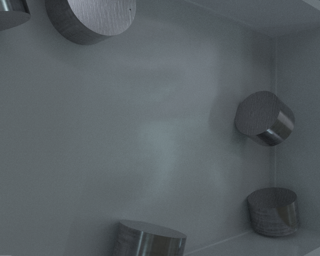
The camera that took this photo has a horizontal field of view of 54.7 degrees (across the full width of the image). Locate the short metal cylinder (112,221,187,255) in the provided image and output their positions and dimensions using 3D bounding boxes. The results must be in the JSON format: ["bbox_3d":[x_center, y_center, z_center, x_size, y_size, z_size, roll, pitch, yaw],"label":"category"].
[{"bbox_3d":[-0.013,0.142,0.360,0.080,0.080,0.050,21,77,-38],"label":"short metal cylinder"}]

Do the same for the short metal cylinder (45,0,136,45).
[{"bbox_3d":[-0.073,-0.133,0.329,0.081,0.050,0.080,0,90,-40],"label":"short metal cylinder"}]

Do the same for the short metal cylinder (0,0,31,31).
[{"bbox_3d":[-0.151,-0.106,0.244,0.081,0.080,0.050,-24,105,-38],"label":"short metal cylinder"}]

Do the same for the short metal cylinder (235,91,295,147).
[{"bbox_3d":[0.174,-0.015,0.516,0.050,0.080,0.080,30,72,-36],"label":"short metal cylinder"}]

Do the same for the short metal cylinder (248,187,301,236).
[{"bbox_3d":[0.197,0.143,0.536,0.081,0.080,0.050,-20,103,-38],"label":"short metal cylinder"}]
